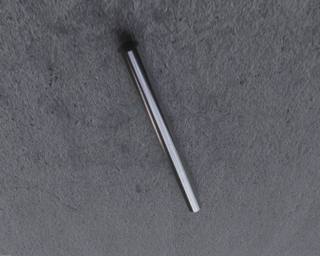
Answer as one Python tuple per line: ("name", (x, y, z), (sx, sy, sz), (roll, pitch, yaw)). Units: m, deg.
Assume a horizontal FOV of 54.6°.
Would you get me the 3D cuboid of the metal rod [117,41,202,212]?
("metal rod", (0.012, 0.021, 0.424), (0.025, 0.025, 0.299), (-14, 129, 11))
